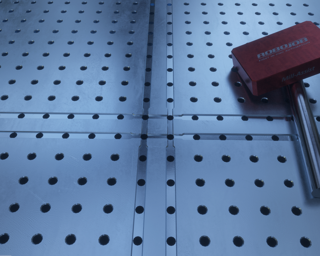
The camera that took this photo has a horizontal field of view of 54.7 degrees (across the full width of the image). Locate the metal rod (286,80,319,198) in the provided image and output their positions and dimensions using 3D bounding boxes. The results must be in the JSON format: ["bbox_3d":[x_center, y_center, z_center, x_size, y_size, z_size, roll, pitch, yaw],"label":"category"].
[{"bbox_3d":[0.198,-0.042,0.443,0.025,0.025,0.300,4,50,4],"label":"metal rod"}]

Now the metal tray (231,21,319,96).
[{"bbox_3d":[0.186,-0.107,0.467,0.131,0.030,0.090,-20,46,4],"label":"metal tray"}]
